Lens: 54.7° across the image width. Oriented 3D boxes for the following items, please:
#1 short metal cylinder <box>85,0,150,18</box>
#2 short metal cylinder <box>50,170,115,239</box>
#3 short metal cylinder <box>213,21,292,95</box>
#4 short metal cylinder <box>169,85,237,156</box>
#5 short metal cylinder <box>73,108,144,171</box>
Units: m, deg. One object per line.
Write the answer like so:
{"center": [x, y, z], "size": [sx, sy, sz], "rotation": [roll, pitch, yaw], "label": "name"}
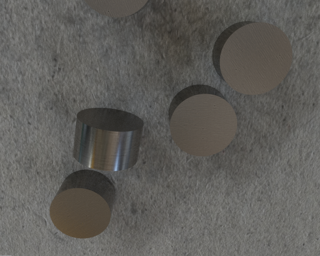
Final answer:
{"center": [-0.046, -0.162, 0.336], "size": [0.081, 0.050, 0.079], "rotation": [0, 110, -1], "label": "short metal cylinder"}
{"center": [-0.106, 0.106, 0.434], "size": [0.081, 0.050, 0.079], "rotation": [0, 110, -1], "label": "short metal cylinder"}
{"center": [0.106, -0.084, 0.367], "size": [0.081, 0.050, 0.079], "rotation": [0, 110, -1], "label": "short metal cylinder"}
{"center": [0.052, -0.011, 0.393], "size": [0.081, 0.050, 0.079], "rotation": [0, 110, -1], "label": "short metal cylinder"}
{"center": [-0.064, 0.012, 0.384], "size": [0.081, 0.080, 0.050], "rotation": [10, 110, -4], "label": "short metal cylinder"}
